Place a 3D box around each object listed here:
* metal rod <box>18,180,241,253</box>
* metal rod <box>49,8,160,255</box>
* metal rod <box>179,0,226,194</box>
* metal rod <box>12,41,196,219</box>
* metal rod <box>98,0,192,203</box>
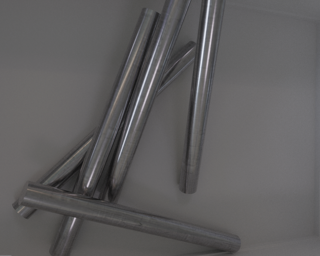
[{"bbox_3d":[-0.014,0.116,0.379,0.302,0.025,0.025,23,82,-29],"label":"metal rod"},{"bbox_3d":[-0.064,0.010,0.356,0.025,0.025,0.298,20,95,-19],"label":"metal rod"},{"bbox_3d":[0.050,-0.052,0.365,0.025,0.025,0.298,-5,116,-20],"label":"metal rod"},{"bbox_3d":[-0.055,-0.008,0.390,0.301,0.025,0.025,-45,104,-15],"label":"metal rod"},{"bbox_3d":[-0.014,-0.043,0.345,0.025,0.025,0.298,15,108,-20],"label":"metal rod"}]
